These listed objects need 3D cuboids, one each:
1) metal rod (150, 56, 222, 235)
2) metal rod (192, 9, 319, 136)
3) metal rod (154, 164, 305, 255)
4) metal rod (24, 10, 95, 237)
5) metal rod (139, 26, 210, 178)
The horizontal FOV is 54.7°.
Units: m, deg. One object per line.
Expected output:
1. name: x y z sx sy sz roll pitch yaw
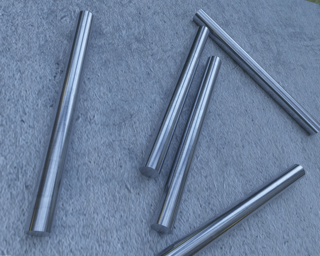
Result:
1. metal rod: 0.046 0.000 0.428 0.025 0.025 0.300 30 52 -10
2. metal rod: 0.173 -0.102 0.558 0.300 0.025 0.025 46 51 3
3. metal rod: 0.095 0.108 0.388 0.302 0.025 0.025 -20 72 -35
4. metal rod: -0.109 -0.030 0.363 0.025 0.025 0.299 15 56 -20
5. metal rod: 0.031 -0.059 0.455 0.025 0.025 0.300 29 52 -10
